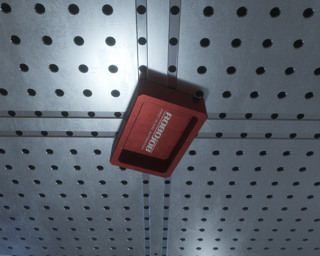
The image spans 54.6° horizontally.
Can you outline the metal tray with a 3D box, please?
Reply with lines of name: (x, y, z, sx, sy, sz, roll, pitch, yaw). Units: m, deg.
metal tray: (-0.006, 0.007, 0.414, 0.091, 0.030, 0.129, 16, 129, -14)
